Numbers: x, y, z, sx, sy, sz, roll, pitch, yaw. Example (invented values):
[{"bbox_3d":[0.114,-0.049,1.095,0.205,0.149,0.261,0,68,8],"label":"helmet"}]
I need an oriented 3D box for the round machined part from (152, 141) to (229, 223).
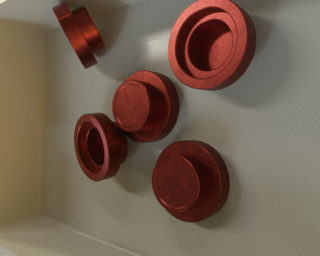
[{"bbox_3d":[0.029,0.064,0.370,0.098,0.042,0.097,0,90,39],"label":"round machined part"}]

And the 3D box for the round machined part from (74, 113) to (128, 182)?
[{"bbox_3d":[-0.084,0.026,0.454,0.098,0.042,0.097,12,106,47],"label":"round machined part"}]

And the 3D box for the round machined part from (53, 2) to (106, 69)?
[{"bbox_3d":[-0.117,-0.142,0.466,0.042,0.098,0.098,-28,68,-5],"label":"round machined part"}]

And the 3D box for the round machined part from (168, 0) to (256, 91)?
[{"bbox_3d":[0.060,-0.090,0.345,0.098,0.042,0.097,0,90,39],"label":"round machined part"}]

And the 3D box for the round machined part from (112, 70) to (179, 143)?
[{"bbox_3d":[-0.026,-0.029,0.415,0.098,0.042,0.097,0,90,39],"label":"round machined part"}]
